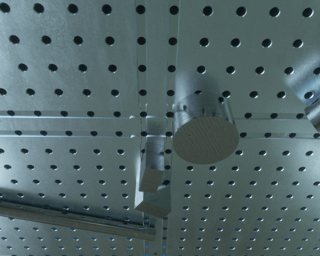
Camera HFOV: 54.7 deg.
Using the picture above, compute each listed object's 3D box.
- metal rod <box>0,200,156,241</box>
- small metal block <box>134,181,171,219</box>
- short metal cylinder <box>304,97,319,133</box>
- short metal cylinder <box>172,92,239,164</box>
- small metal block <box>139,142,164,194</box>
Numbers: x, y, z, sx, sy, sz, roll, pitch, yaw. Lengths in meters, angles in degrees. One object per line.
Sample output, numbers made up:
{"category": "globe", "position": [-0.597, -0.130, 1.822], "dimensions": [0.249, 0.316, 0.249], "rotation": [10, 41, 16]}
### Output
{"category": "metal rod", "position": [-0.154, 0.164, 0.549], "dimensions": [0.302, 0.025, 0.025], "rotation": [14, 129, -12]}
{"category": "small metal block", "position": [-0.011, 0.108, 0.487], "dimensions": [0.050, 0.050, 0.025], "rotation": [27, 125, -21]}
{"category": "short metal cylinder", "position": [0.222, -0.010, 0.369], "dimensions": [0.080, 0.080, 0.050], "rotation": [29, 124, -22]}
{"category": "short metal cylinder", "position": [0.056, 0.001, 0.397], "dimensions": [0.081, 0.050, 0.079], "rotation": [0, 130, 0]}
{"category": "small metal block", "position": [-0.012, 0.057, 0.443], "dimensions": [0.025, 0.050, 0.050], "rotation": [10, 130, -8]}
